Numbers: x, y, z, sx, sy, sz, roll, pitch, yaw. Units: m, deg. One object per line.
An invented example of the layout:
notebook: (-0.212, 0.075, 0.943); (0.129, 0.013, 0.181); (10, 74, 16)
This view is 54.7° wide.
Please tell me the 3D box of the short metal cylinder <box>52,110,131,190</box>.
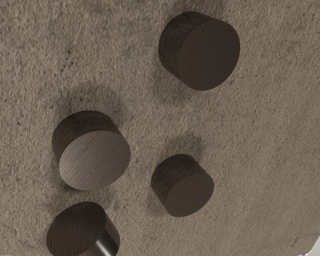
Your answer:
short metal cylinder: (-0.081, 0.026, 0.363); (0.081, 0.050, 0.079); (-14, 125, -21)

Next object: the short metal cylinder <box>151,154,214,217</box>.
short metal cylinder: (0.033, 0.086, 0.464); (0.081, 0.050, 0.079); (-14, 125, -21)

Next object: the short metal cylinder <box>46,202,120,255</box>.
short metal cylinder: (-0.099, 0.145, 0.408); (0.080, 0.080, 0.050); (-28, 128, -11)

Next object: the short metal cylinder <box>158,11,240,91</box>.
short metal cylinder: (0.045, -0.090, 0.361); (0.081, 0.050, 0.079); (-14, 125, -21)
